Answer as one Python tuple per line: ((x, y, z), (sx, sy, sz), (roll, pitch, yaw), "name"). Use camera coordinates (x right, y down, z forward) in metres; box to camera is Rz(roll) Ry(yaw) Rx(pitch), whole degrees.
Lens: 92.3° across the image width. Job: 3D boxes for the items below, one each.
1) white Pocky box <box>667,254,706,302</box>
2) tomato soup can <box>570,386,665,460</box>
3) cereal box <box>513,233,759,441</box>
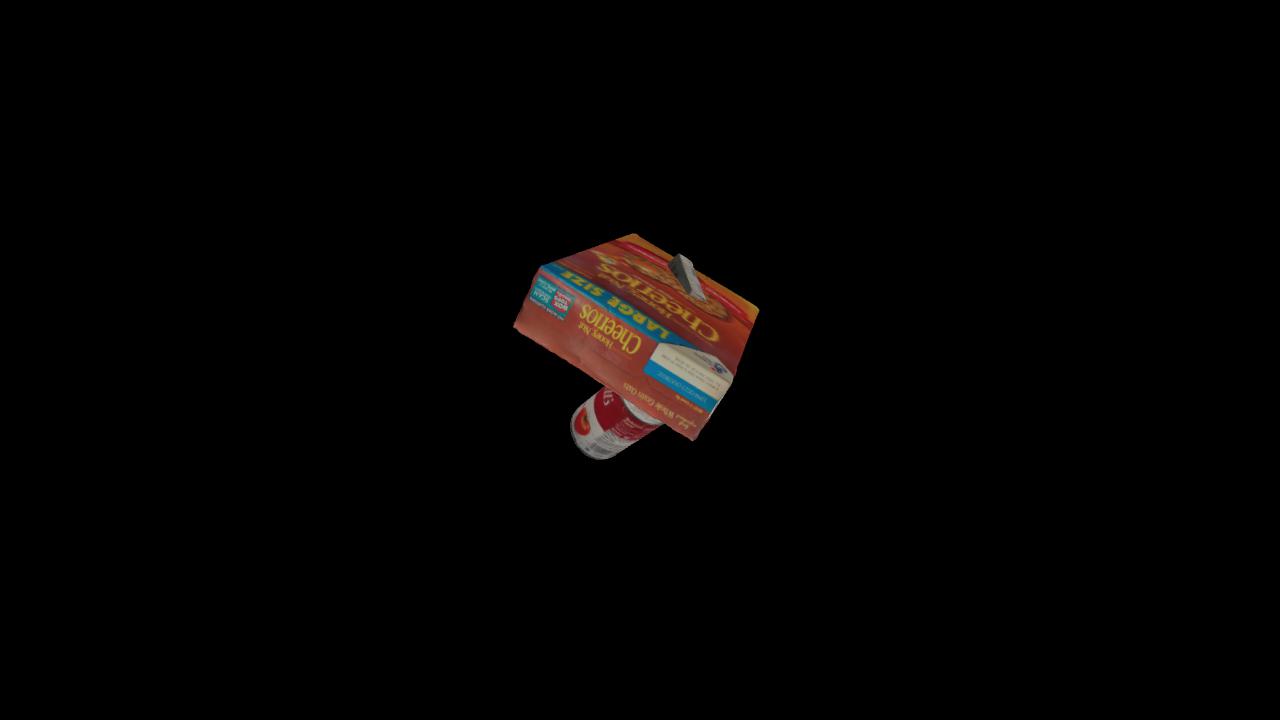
((0.011, -0.050, 0.740), (0.028, 0.084, 0.154), (28, -58, -32), "white Pocky box")
((-0.020, 0.055, 0.632), (0.068, 0.068, 0.101), (0, -27, -39), "tomato soup can")
((0.019, -0.048, 0.685), (0.203, 0.081, 0.306), (32, 22, 5), "cereal box")
